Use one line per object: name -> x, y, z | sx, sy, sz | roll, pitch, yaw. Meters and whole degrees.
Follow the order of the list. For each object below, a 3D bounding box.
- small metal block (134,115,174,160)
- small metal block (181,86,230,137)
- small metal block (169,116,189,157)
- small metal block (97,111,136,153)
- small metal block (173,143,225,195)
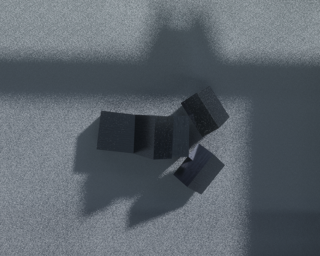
small metal block -> -0.009, 0.010, 0.379 | 0.025, 0.050, 0.050 | 1, 93, -32
small metal block -> 0.059, -0.022, 0.395 | 0.025, 0.050, 0.050 | -32, 91, 32
small metal block -> 0.022, 0.010, 0.398 | 0.025, 0.050, 0.050 | 1, 90, 0
small metal block -> -0.053, 0.005, 0.408 | 0.050, 0.025, 0.050 | 7, 90, -1
small metal block -> 0.051, 0.053, 0.395 | 0.025, 0.050, 0.050 | 38, 89, 35
